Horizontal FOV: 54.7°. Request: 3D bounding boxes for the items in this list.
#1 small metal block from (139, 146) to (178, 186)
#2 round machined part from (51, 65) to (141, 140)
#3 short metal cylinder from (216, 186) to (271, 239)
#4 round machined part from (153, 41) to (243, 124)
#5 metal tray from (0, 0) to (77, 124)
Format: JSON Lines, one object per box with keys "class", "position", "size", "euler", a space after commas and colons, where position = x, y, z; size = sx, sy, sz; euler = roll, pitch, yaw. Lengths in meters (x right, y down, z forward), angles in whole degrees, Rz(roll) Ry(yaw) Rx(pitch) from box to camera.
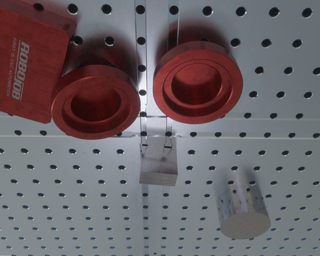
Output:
{"class": "small metal block", "position": [-0.002, 0.054, 0.441], "size": [0.050, 0.050, 0.025], "euler": [6, 130, -5]}
{"class": "round machined part", "position": [-0.075, -0.034, 0.360], "size": [0.099, 0.042, 0.097], "euler": [-12, 139, -10]}
{"class": "short metal cylinder", "position": [0.138, 0.143, 0.518], "size": [0.081, 0.050, 0.079], "euler": [0, 130, 0]}
{"class": "round machined part", "position": [0.041, -0.054, 0.355], "size": [0.099, 0.042, 0.097], "euler": [0, 130, 0]}
{"class": "metal tray", "position": [-0.154, -0.071, 0.347], "size": [0.091, 0.030, 0.129], "euler": [17, 128, -15]}
